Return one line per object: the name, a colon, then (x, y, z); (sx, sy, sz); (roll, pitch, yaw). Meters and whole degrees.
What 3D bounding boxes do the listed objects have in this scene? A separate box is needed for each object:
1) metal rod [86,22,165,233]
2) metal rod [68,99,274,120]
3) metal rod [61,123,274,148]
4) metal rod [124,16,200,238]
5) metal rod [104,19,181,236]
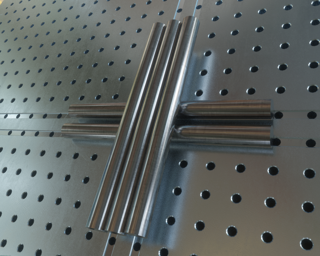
metal rod: (-0.035, -0.019, 0.405); (0.025, 0.025, 0.300); (1, 62, 28)
metal rod: (-0.004, -0.024, 0.424); (0.300, 0.025, 0.025); (1, 62, 28)
metal rod: (-0.011, 0.007, 0.408); (0.300, 0.025, 0.025); (1, 62, 28)
metal rod: (0.010, -0.020, 0.383); (0.025, 0.025, 0.300); (1, 62, 28)
metal rod: (-0.013, -0.019, 0.394); (0.025, 0.025, 0.300); (1, 62, 28)
